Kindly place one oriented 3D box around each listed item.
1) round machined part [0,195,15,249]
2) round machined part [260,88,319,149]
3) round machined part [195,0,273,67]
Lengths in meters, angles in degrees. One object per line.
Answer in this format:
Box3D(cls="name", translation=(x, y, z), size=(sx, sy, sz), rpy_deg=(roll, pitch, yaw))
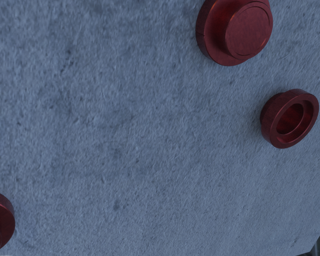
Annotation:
Box3D(cls="round machined part", translation=(-0.218, 0.119, 0.351), size=(0.099, 0.042, 0.097), rpy_deg=(-14, 125, -21))
Box3D(cls="round machined part", translation=(0.201, -0.019, 0.497), size=(0.099, 0.042, 0.097), rpy_deg=(-14, 125, -21))
Box3D(cls="round machined part", translation=(0.096, -0.121, 0.375), size=(0.099, 0.042, 0.097), rpy_deg=(-14, 125, -21))
